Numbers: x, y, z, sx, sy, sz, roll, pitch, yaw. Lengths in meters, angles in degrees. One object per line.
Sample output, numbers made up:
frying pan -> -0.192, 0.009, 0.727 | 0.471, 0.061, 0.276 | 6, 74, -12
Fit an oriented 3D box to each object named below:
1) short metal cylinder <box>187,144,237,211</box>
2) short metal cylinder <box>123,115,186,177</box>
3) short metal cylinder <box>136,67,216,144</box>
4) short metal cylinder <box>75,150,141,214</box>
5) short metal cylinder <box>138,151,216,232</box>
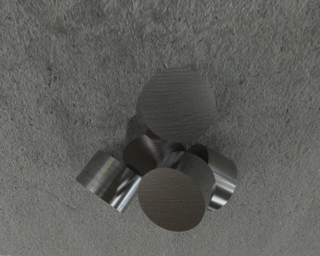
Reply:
short metal cylinder -> 0.060, 0.069, 0.431 | 0.050, 0.080, 0.080 | 28, 125, -22
short metal cylinder -> -0.007, 0.021, 0.410 | 0.081, 0.050, 0.079 | -1, 130, 0
short metal cylinder -> 0.015, -0.022, 0.346 | 0.081, 0.080, 0.050 | 10, 173, -9
short metal cylinder -> -0.069, 0.074, 0.427 | 0.080, 0.050, 0.080 | 33, 164, 11
short metal cylinder -> 0.021, 0.074, 0.367 | 0.080, 0.050, 0.079 | 7, 110, 21
